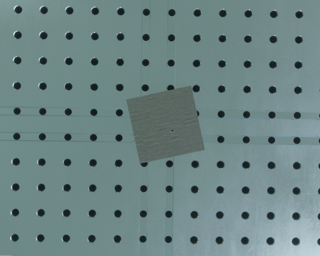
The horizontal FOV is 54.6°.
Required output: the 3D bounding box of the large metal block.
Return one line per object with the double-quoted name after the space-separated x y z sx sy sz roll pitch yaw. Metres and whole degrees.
0.007 -0.004 0.400 0.080 0.050 0.080 -12 90 0 "large metal block"
